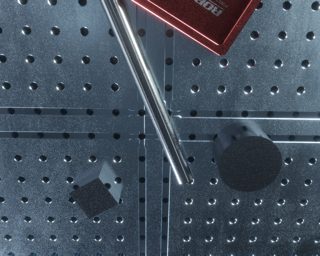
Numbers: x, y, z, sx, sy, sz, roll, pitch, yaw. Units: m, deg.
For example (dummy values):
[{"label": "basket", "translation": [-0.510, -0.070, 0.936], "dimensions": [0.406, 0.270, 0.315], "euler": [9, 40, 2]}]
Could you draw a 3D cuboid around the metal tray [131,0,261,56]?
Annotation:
[{"label": "metal tray", "translation": [0.042, -0.155, 0.354], "dimensions": [0.131, 0.030, 0.090], "euler": [29, 107, -11]}]

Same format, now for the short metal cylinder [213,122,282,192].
[{"label": "short metal cylinder", "translation": [0.114, 0.038, 0.416], "dimensions": [0.081, 0.050, 0.079], "euler": [0, 110, -1]}]

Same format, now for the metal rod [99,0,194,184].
[{"label": "metal rod", "translation": [-0.019, -0.058, 0.391], "dimensions": [0.025, 0.025, 0.299], "euler": [-20, 109, 7]}]

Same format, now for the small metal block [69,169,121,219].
[{"label": "small metal block", "translation": [-0.093, 0.095, 0.447], "dimensions": [0.050, 0.025, 0.050], "euler": [-29, 108, 9]}]
